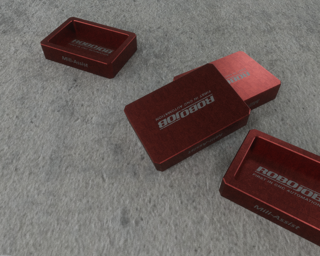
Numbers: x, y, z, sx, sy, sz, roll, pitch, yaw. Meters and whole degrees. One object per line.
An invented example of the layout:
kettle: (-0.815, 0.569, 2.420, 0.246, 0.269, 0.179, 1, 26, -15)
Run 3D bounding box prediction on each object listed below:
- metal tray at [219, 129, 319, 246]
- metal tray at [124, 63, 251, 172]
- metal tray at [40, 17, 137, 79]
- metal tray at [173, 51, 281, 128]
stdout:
metal tray: (0.145, 0.063, 0.348, 0.130, 0.030, 0.090, 25, 54, 19)
metal tray: (0.033, -0.016, 0.388, 0.131, 0.030, 0.090, -28, 64, -7)
metal tray: (-0.115, -0.136, 0.512, 0.130, 0.030, 0.090, 19, 52, 15)
metal tray: (0.095, -0.059, 0.450, 0.131, 0.030, 0.090, -24, 54, -20)
